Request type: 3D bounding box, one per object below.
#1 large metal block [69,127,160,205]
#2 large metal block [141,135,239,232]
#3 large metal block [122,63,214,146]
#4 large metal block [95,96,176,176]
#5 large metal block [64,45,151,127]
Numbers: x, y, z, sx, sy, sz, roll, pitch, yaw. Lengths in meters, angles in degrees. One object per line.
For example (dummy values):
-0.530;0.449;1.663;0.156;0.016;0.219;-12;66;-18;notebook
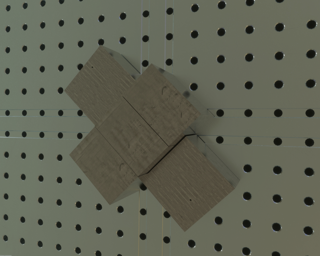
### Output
-0.054;0.044;0.402;0.050;0.080;0.080;-46;76;14;large metal block
0.039;0.065;0.385;0.080;0.050;0.080;-46;76;15;large metal block
0.014;-0.026;0.378;0.050;0.080;0.080;-46;76;14;large metal block
-0.021;0.009;0.390;0.050;0.080;0.080;-46;76;14;large metal block
-0.066;-0.050;0.419;0.080;0.050;0.080;47;105;13;large metal block
